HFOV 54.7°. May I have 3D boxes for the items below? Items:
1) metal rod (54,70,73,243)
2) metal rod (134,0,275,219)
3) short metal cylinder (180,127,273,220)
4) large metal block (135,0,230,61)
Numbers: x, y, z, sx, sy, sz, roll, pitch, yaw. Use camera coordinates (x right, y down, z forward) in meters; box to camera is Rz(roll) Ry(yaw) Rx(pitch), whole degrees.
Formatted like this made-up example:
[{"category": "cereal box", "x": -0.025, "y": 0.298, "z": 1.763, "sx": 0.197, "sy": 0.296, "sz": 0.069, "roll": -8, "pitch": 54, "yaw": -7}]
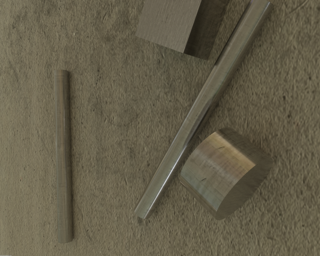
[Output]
[{"category": "metal rod", "x": -0.170, "y": 0.048, "z": 0.545, "sx": 0.025, "sy": 0.025, "sz": 0.298, "roll": -3, "pitch": 88, "yaw": 40}, {"category": "metal rod", "x": 0.041, "y": -0.008, "z": 0.370, "sx": 0.025, "sy": 0.025, "sz": 0.298, "roll": 42, "pitch": 115, "yaw": 32}, {"category": "short metal cylinder", "x": 0.067, "y": 0.046, "z": 0.314, "sx": 0.050, "sy": 0.081, "sz": 0.080, "roll": 43, "pitch": 116, "yaw": 31}, {"category": "large metal block", "x": 0.026, "y": -0.134, "z": 0.367, "sx": 0.080, "sy": 0.050, "sz": 0.079, "roll": 30, "pitch": 109, "yaw": 36}]
